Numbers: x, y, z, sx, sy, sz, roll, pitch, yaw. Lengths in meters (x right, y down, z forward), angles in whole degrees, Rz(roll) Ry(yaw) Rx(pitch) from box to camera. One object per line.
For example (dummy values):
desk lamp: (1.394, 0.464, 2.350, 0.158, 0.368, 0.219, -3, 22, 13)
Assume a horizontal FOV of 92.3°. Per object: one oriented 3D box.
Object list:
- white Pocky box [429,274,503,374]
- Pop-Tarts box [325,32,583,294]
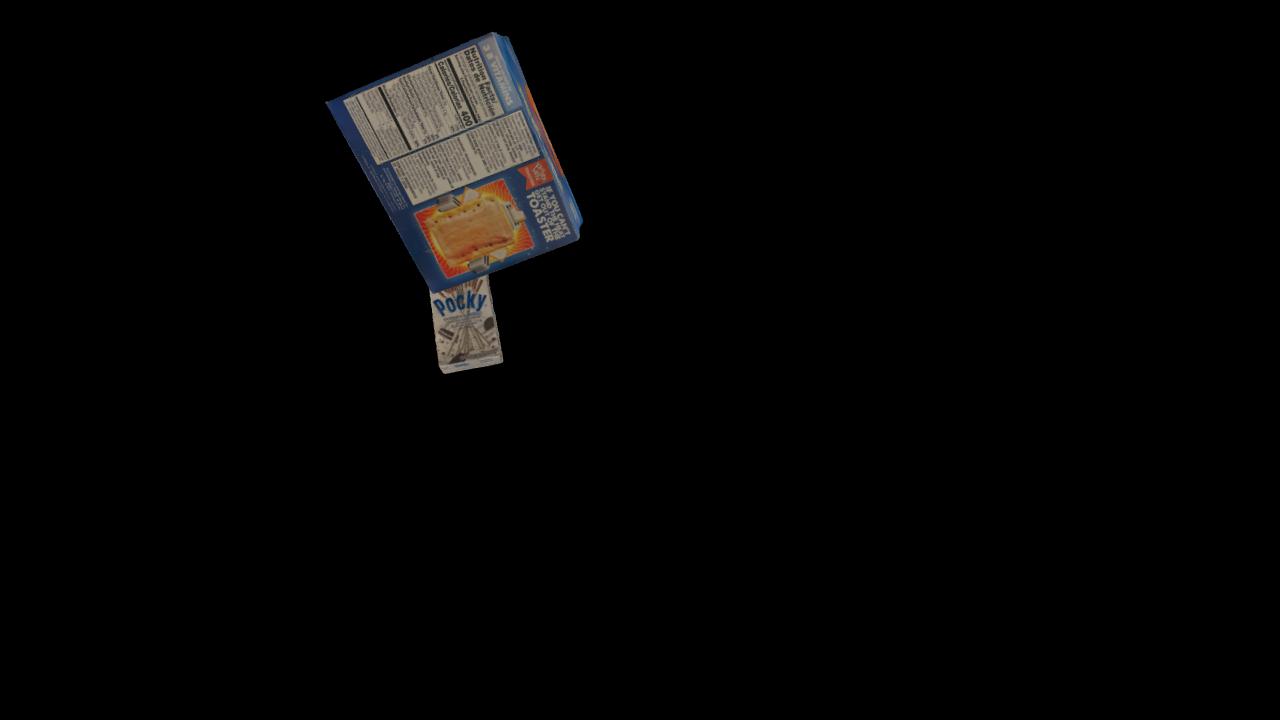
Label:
white Pocky box: (-0.244, -0.060, 0.855, 0.084, 0.154, 0.028, -12, -24, -9)
Pop-Tarts box: (-0.145, -0.164, 0.523, 0.141, 0.167, 0.083, -19, 27, 6)
